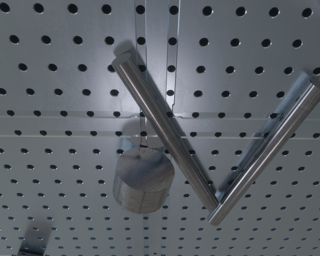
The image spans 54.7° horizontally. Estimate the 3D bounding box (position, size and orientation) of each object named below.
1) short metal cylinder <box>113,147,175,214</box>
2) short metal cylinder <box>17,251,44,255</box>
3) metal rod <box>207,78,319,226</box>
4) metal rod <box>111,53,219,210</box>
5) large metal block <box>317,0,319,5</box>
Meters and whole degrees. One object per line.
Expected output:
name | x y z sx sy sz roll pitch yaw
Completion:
short metal cylinder | -0.024 0.073 0.438 0.081 0.080 0.050 9 130 -8
short metal cylinder | -0.274 0.294 0.624 0.050 0.080 0.079 19 127 -16
metal rod | 0.143 0.056 0.460 0.025 0.025 0.298 14 129 -12
metal rod | 0.022 0.026 0.433 0.025 0.025 0.299 -20 128 16
large metal block | 0.183 -0.142 0.276 0.080 0.050 0.080 -35 122 26
